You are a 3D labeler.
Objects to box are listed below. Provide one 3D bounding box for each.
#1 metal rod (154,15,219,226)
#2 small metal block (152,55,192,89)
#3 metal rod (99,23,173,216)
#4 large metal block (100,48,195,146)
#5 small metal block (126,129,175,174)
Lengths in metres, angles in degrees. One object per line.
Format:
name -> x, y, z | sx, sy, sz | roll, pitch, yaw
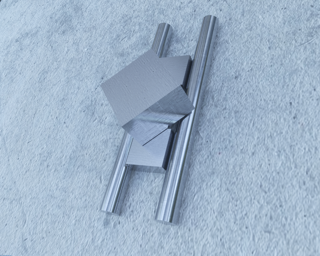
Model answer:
metal rod -> 0.041, -0.028, 0.401 | 0.025, 0.025, 0.300 | 1, 62, 28
small metal block -> 0.018, -0.074, 0.438 | 0.050, 0.025, 0.050 | 1, 62, 28
metal rod -> -0.026, -0.029, 0.436 | 0.025, 0.025, 0.300 | 1, 62, 28
large metal block -> -0.016, -0.039, 0.386 | 0.080, 0.050, 0.080 | -35, 52, 4
small metal block -> -0.009, 0.029, 0.390 | 0.050, 0.025, 0.050 | 1, 62, 28
